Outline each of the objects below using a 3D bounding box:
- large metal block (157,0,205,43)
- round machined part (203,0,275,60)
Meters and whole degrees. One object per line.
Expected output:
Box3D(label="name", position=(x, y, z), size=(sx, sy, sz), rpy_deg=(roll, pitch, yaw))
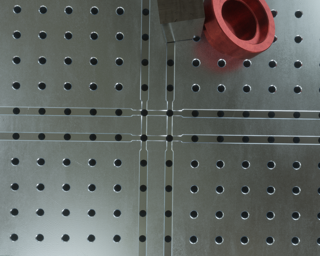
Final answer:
Box3D(label="large metal block", position=(0.023, -0.159, 0.384), size=(0.050, 0.080, 0.080), rpy_deg=(-7, 90, 4))
Box3D(label="round machined part", position=(0.094, -0.131, 0.391), size=(0.099, 0.042, 0.098), rpy_deg=(8, 73, -26))
